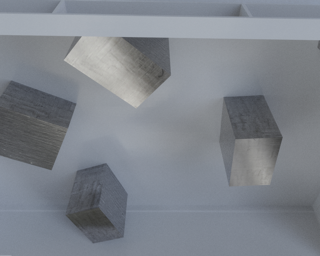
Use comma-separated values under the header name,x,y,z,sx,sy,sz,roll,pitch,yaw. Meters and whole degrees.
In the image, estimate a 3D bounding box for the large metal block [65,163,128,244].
name,x,y,z,sx,sy,sz,roll,pitch,yaw
large metal block,-0.091,0.114,0.469,0.050,0.080,0.080,-16,129,12

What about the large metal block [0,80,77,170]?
name,x,y,z,sx,sy,sz,roll,pitch,yaw
large metal block,-0.161,-0.001,0.389,0.080,0.050,0.079,20,127,-17

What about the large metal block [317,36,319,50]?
name,x,y,z,sx,sy,sz,roll,pitch,yaw
large metal block,0.216,-0.088,0.301,0.080,0.080,0.050,-5,130,4

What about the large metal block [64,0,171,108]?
name,x,y,z,sx,sy,sz,roll,pitch,yaw
large metal block,-0.037,-0.079,0.305,0.080,0.080,0.050,34,122,-26

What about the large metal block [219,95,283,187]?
name,x,y,z,sx,sy,sz,roll,pitch,yaw
large metal block,0.108,0.015,0.388,0.050,0.080,0.079,-3,130,2
